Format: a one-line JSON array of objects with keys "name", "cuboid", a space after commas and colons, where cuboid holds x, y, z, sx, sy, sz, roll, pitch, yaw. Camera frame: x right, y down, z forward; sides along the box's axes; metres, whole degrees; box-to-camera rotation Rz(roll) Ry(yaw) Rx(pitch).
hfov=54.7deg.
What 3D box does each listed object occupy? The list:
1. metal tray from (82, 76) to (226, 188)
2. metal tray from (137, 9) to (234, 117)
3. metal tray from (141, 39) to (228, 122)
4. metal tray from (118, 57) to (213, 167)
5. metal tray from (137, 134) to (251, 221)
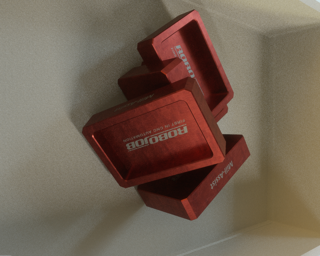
[{"name": "metal tray", "cuboid": [-0.006, 0.010, 0.334, 0.090, 0.130, 0.030, 60, 25, -23]}, {"name": "metal tray", "cuboid": [0.038, -0.071, 0.396, 0.090, 0.030, 0.130, -44, 116, -31]}, {"name": "metal tray", "cuboid": [0.039, -0.055, 0.438, 0.090, 0.030, 0.130, -41, 114, -31]}, {"name": "metal tray", "cuboid": [0.014, -0.015, 0.374, 0.030, 0.090, 0.130, -45, 117, -31]}, {"name": "metal tray", "cuboid": [0.045, 0.055, 0.402, 0.131, 0.090, 0.030, -40, 115, -33]}]
